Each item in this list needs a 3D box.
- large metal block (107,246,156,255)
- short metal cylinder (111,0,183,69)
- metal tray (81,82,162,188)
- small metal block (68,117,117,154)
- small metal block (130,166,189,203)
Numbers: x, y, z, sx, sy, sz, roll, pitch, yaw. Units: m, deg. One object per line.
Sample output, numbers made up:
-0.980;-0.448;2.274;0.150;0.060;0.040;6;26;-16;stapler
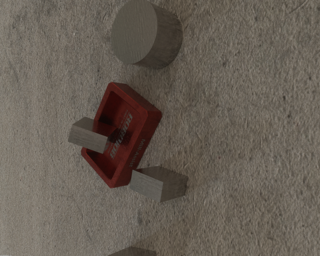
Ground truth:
-0.047;0.212;0.408;0.050;0.081;0.080;-8;85;40;large metal block
-0.018;-0.120;0.403;0.080;0.050;0.079;0;90;40;short metal cylinder
-0.061;0.010;0.451;0.090;0.030;0.129;40;114;32;metal tray
-0.094;0.009;0.436;0.050;0.050;0.025;19;106;1;small metal block
-0.001;0.069;0.389;0.050;0.050;0.025;15;100;39;small metal block
